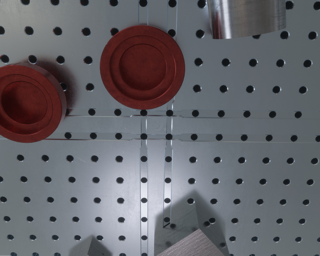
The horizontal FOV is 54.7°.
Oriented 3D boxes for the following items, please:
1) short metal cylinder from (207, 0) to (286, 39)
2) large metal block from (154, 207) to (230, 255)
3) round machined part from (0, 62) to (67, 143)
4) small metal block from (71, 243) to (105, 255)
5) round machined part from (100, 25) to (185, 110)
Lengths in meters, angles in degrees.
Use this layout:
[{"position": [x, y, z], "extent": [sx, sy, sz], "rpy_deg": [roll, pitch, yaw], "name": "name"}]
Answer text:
[{"position": [0.094, -0.130, 0.337], "extent": [0.080, 0.080, 0.050], "rpy_deg": [-9, 110, 3], "name": "short metal cylinder"}, {"position": [0.048, 0.182, 0.467], "extent": [0.080, 0.050, 0.080], "rpy_deg": [-37, 106, 12], "name": "large metal block"}, {"position": [-0.167, -0.034, 0.390], "extent": [0.099, 0.042, 0.097], "rpy_deg": [0, 110, 0], "name": "round machined part"}, {"position": [-0.114, 0.220, 0.493], "extent": [0.050, 0.025, 0.050], "rpy_deg": [-37, 106, 12], "name": "small metal block"}, {"position": [-0.020, -0.075, 0.376], "extent": [0.099, 0.042, 0.097], "rpy_deg": [0, 110, 0], "name": "round machined part"}]
